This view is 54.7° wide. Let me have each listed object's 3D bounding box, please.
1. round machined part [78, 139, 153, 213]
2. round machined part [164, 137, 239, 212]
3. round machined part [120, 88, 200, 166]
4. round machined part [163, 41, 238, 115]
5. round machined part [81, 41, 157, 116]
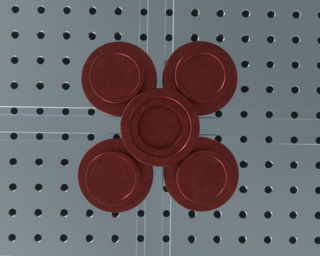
[{"bbox_3d":[-0.058,0.063,0.405,0.099,0.042,0.097,0,90,-1],"label":"round machined part"},{"bbox_3d":[0.055,0.061,0.405,0.099,0.042,0.097,0,90,-1],"label":"round machined part"},{"bbox_3d":[0.000,-0.001,0.403,0.099,0.042,0.097,0,90,-1],"label":"round machined part"},{"bbox_3d":[0.053,-0.065,0.405,0.099,0.042,0.097,0,90,-1],"label":"round machined part"},{"bbox_3d":[-0.054,-0.064,0.403,0.099,0.042,0.097,0,90,-1],"label":"round machined part"}]
